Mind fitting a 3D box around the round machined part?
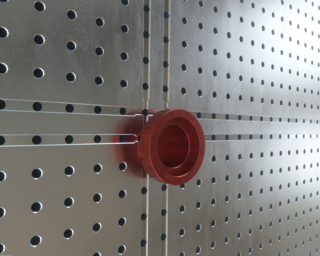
[{"bbox_3d":[0.011,0.024,0.410,0.099,0.042,0.097,0,90,-40],"label":"round machined part"}]
